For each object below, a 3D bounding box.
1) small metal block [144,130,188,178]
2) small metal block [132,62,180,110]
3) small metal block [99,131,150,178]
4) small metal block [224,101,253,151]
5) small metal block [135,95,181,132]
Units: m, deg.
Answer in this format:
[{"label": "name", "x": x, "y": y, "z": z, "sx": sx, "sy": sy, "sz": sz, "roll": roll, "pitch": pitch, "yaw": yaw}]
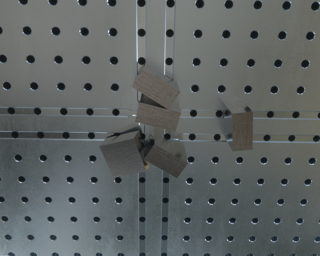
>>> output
[{"label": "small metal block", "x": 0.007, "y": 0.034, "z": 0.413, "sx": 0.050, "sy": 0.050, "sz": 0.025, "roll": 31, "pitch": 107, "yaw": -12}, {"label": "small metal block", "x": -0.004, "y": -0.053, "z": 0.381, "sx": 0.050, "sy": 0.050, "sz": 0.025, "roll": 32, "pitch": 107, "yaw": -11}, {"label": "small metal block", "x": -0.046, "y": 0.036, "z": 0.421, "sx": 0.050, "sy": 0.025, "sz": 0.050, "roll": -13, "pitch": 110, "yaw": 17}, {"label": "small metal block", "x": 0.100, "y": -0.004, "z": 0.400, "sx": 0.025, "sy": 0.050, "sz": 0.050, "roll": -5, "pitch": 110, "yaw": 2}, {"label": "small metal block", "x": -0.002, "y": -0.021, "z": 0.392, "sx": 0.050, "sy": 0.050, "sz": 0.025, "roll": 14, "pitch": 110, "yaw": -6}]
